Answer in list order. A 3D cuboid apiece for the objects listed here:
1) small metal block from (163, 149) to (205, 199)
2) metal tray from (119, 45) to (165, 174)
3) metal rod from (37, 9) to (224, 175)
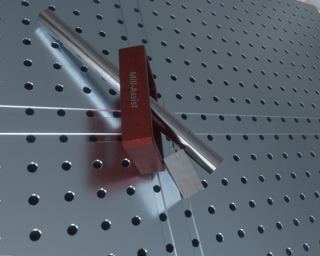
[{"bbox_3d":[0.028,0.056,0.369,0.025,0.050,0.050,-28,79,-2],"label":"small metal block"},{"bbox_3d":[-0.021,-0.021,0.368,0.030,0.090,0.130,-9,61,5],"label":"metal tray"},{"bbox_3d":[-0.044,-0.051,0.394,0.300,0.025,0.025,41,50,9],"label":"metal rod"}]
